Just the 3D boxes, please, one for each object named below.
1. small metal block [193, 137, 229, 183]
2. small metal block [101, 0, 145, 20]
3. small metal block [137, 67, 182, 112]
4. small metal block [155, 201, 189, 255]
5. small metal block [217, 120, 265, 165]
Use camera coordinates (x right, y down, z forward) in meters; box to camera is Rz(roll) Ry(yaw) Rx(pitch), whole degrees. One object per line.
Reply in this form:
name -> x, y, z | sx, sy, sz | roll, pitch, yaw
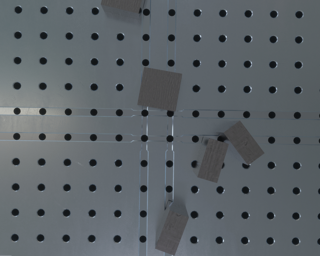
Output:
small metal block -> 0.065, 0.039, 0.401 | 0.025, 0.050, 0.050 | 17, 90, 0
small metal block -> -0.046, -0.178, 0.413 | 0.050, 0.025, 0.050 | 14, 90, 0
small metal block -> 0.000, -0.050, 0.413 | 0.050, 0.025, 0.050 | 10, 90, 0
small metal block -> 0.015, 0.127, 0.401 | 0.025, 0.050, 0.050 | 21, 90, 0
small metal block -> 0.102, 0.018, 0.402 | 0.025, 0.050, 0.050 | -37, 90, 0
